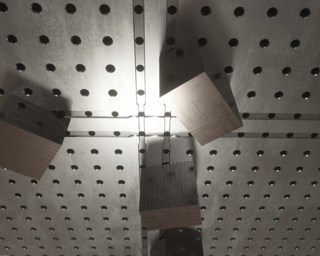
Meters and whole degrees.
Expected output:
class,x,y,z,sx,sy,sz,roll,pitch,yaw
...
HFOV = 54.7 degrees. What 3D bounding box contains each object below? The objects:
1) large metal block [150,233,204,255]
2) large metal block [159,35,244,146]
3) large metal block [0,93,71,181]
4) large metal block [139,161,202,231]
class,x,y,z,sx,sy,sz,roll,pitch,yaw
large metal block,0.032,0.260,0.618,0.081,0.050,0.079,18,128,-15
large metal block,0.043,-0.041,0.341,0.050,0.080,0.080,-29,125,22
large metal block,-0.176,0.014,0.405,0.080,0.050,0.080,26,125,-21
large metal block,0.016,0.100,0.461,0.080,0.080,0.050,-9,130,7
